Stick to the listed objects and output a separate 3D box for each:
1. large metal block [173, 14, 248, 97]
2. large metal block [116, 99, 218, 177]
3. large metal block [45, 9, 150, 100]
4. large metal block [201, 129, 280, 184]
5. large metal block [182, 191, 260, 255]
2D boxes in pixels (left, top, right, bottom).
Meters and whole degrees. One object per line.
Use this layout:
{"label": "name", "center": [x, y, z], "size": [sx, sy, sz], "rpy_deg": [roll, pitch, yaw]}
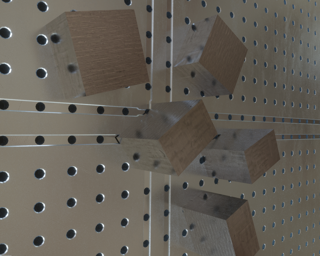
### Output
{"label": "large metal block", "center": [0.076, -0.102, 0.455], "size": [0.080, 0.050, 0.080], "rpy_deg": [34, 69, -35]}
{"label": "large metal block", "center": [0.009, 0.009, 0.380], "size": [0.080, 0.080, 0.050], "rpy_deg": [-42, 116, -32]}
{"label": "large metal block", "center": [-0.066, -0.080, 0.337], "size": [0.081, 0.050, 0.080], "rpy_deg": [-20, 103, -38]}
{"label": "large metal block", "center": [0.123, 0.039, 0.475], "size": [0.081, 0.080, 0.050], "rpy_deg": [-27, 107, -37]}
{"label": "large metal block", "center": [0.087, 0.144, 0.445], "size": [0.050, 0.080, 0.080], "rpy_deg": [-28, 107, -37]}
